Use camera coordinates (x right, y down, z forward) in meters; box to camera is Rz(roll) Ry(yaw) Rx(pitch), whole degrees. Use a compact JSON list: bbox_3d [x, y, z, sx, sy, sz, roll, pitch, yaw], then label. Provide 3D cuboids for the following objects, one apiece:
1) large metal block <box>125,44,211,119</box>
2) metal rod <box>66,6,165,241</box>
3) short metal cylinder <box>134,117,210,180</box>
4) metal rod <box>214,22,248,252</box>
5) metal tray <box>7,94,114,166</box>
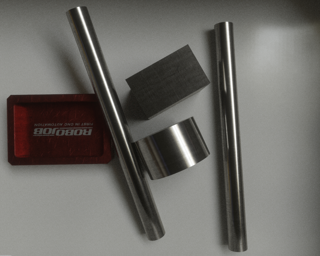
[{"bbox_3d":[0.009,-0.052,0.384,0.080,0.080,0.050,-30,90,0],"label":"large metal block"},{"bbox_3d":[-0.051,0.003,0.385,0.025,0.025,0.298,-18,101,0],"label":"metal rod"},{"bbox_3d":[0.015,0.024,0.384,0.080,0.080,0.050,-24,90,0],"label":"short metal cylinder"},{"bbox_3d":[0.094,0.012,0.412,0.025,0.025,0.298,-4,90,-1],"label":"metal rod"},{"bbox_3d":[-0.128,0.002,0.407,0.131,0.030,0.089,-1,90,-1],"label":"metal tray"}]
